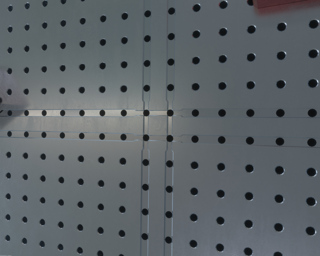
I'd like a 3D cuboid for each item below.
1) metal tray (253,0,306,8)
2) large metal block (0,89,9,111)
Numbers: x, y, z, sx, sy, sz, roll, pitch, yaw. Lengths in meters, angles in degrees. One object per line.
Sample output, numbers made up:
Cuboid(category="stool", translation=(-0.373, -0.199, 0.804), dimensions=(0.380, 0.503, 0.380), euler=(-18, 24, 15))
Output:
Cuboid(category="metal tray", translation=(0.171, -0.195, 0.350), dimensions=(0.130, 0.030, 0.089), euler=(-3, 89, 19))
Cuboid(category="large metal block", translation=(-0.313, -0.050, 0.510), dimensions=(0.080, 0.050, 0.080), euler=(-35, 79, 16))
